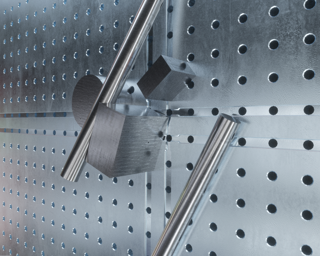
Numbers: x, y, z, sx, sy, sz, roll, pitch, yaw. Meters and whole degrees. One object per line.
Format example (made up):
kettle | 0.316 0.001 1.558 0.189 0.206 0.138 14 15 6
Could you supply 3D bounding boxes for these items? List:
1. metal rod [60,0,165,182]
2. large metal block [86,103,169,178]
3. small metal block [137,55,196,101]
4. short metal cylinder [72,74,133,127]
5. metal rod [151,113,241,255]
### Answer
metal rod | -0.055 -0.069 0.407 0.025 0.025 0.299 27 92 37
large metal block | -0.042 0.014 0.408 0.050 0.081 0.079 25 106 37
small metal block | 0.008 -0.060 0.386 0.050 0.050 0.025 -45 63 31
short metal cylinder | -0.087 -0.037 0.465 0.080 0.050 0.079 0 90 40
metal rod | 0.023 0.120 0.390 0.025 0.025 0.298 36 112 34
